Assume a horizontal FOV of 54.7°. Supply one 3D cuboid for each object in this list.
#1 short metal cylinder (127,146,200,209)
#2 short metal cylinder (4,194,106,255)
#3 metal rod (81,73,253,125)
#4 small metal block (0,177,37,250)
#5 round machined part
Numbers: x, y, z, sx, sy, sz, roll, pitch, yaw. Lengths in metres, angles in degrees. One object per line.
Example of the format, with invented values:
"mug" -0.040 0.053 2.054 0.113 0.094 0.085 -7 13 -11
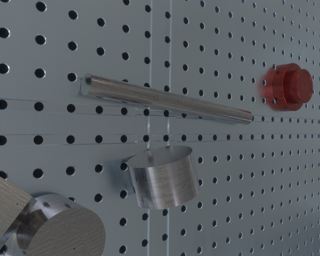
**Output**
"short metal cylinder" 0.005 0.057 0.378 0.081 0.080 0.050 -20 103 -38
"short metal cylinder" -0.101 0.110 0.302 0.081 0.050 0.079 -8 101 -44
"metal rod" 0.034 -0.033 0.437 0.302 0.025 0.025 8 85 -40
"small metal block" -0.147 0.070 0.271 0.050 0.025 0.050 32 66 2
"round machined part" 0.275 -0.083 0.629 0.099 0.042 0.097 0 90 -40
